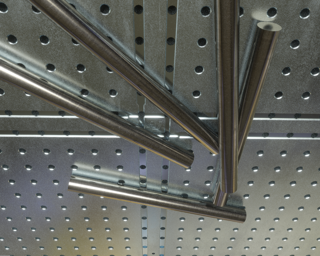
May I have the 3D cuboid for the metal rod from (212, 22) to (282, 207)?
[{"bbox_3d":[0.106,0.007,0.419,0.025,0.025,0.298,2,130,-2],"label":"metal rod"}]

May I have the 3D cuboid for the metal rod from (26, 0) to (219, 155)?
[{"bbox_3d":[-0.022,-0.055,0.364,0.025,0.025,0.301,-36,122,26],"label":"metal rod"}]

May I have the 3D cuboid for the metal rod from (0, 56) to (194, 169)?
[{"bbox_3d":[-0.082,-0.016,0.396,0.301,0.025,0.025,27,125,-22],"label":"metal rod"}]

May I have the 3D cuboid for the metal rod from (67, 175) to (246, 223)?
[{"bbox_3d":[0.003,0.120,0.513,0.302,0.025,0.025,14,129,-12],"label":"metal rod"}]

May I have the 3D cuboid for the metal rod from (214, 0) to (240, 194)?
[{"bbox_3d":[0.080,-0.035,0.364,0.025,0.025,0.298,-6,125,5],"label":"metal rod"}]
